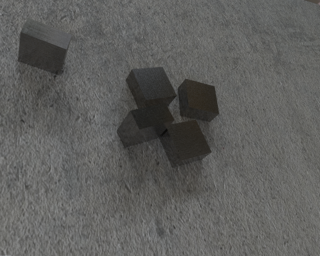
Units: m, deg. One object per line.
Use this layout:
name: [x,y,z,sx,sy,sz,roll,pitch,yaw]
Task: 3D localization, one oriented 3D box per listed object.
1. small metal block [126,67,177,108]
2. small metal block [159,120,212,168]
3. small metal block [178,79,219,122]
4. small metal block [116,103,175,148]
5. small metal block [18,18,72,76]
small metal block: [-0.012,-0.056,0.431,0.050,0.025,0.050,-12,68,-33]
small metal block: [0.032,0.020,0.409,0.050,0.025,0.050,-11,67,-33]
small metal block: [0.056,-0.040,0.458,0.050,0.025,0.050,11,57,-22]
small metal block: [-0.019,-0.003,0.379,0.050,0.050,0.025,-15,70,-34]
small metal block: [-0.138,-0.096,0.371,0.050,0.050,0.025,19,55,-18]
